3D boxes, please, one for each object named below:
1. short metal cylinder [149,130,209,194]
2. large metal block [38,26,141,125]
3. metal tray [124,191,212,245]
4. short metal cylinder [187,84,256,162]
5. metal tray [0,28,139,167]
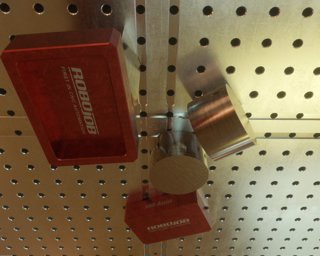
[{"bbox_3d":[0.025,0.049,0.437,0.081,0.050,0.079,0,130,0],"label":"short metal cylinder"},{"bbox_3d":[-0.069,-0.056,0.327,0.080,0.080,0.050,-14,129,12],"label":"large metal block"},{"bbox_3d":[0.014,0.158,0.543,0.130,0.030,0.090,-17,128,13],"label":"metal tray"},{"bbox_3d":[0.075,-0.006,0.371,0.050,0.080,0.080,-27,125,21],"label":"short metal cylinder"},{"bbox_3d":[-0.072,-0.021,0.284,0.091,0.030,0.129,-4,130,3],"label":"metal tray"}]
